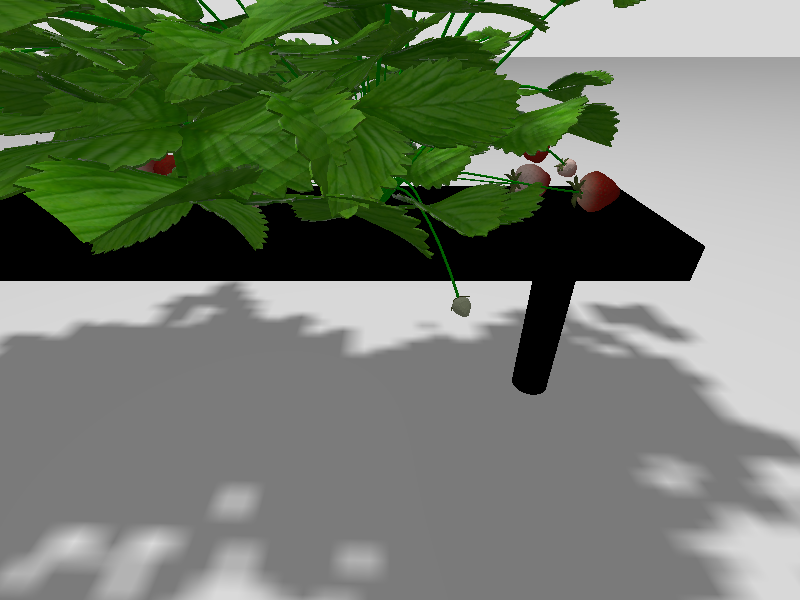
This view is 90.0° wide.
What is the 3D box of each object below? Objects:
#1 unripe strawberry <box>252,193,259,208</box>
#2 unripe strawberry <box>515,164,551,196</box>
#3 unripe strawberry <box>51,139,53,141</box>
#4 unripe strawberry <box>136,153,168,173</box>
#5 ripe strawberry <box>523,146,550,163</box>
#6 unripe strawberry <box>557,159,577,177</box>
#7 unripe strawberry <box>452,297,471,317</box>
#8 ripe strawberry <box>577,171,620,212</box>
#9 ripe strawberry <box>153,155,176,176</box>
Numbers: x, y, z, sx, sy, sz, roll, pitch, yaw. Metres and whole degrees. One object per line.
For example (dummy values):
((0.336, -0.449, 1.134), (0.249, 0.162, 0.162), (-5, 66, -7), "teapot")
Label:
((-0.140, -0.101, 0.353), (0.039, 0.041, 0.036), (0, 33, 1), "unripe strawberry")
((0.126, -0.112, 0.381), (0.034, 0.034, 0.032), (-6, 33, -10), "unripe strawberry")
((-0.350, -0.157, 0.438), (0.049, 0.048, 0.045), (-25, 40, -33), "unripe strawberry")
((-0.276, -0.155, 0.441), (0.039, 0.034, 0.039), (-16, 36, -24), "unripe strawberry")
((0.168, -0.183, 0.493), (0.032, 0.027, 0.032), (32, -8, 39), "ripe strawberry")
((0.185, -0.144, 0.440), (0.022, 0.019, 0.022), (16, 21, -36), "unripe strawberry")
((0.035, 0.004, 0.222), (0.010, 0.011, 0.011), (-10, -37, -15), "unripe strawberry")
((0.176, -0.095, 0.353), (0.036, 0.034, 0.033), (1, 33, 0), "ripe strawberry")
((-0.237, -0.133, 0.411), (0.030, 0.031, 0.028), (9, 34, 15), "ripe strawberry")
